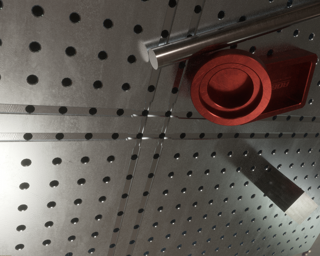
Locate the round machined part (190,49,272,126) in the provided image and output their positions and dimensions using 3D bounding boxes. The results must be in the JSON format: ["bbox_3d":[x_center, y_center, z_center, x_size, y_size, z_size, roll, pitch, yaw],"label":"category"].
[{"bbox_3d":[0.090,-0.055,0.398,0.098,0.042,0.097,5,123,9],"label":"round machined part"}]

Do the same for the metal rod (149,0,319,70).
[{"bbox_3d":[0.127,-0.131,0.401,0.302,0.025,0.025,-21,127,-16],"label":"metal rod"}]

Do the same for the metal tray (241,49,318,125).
[{"bbox_3d":[0.167,-0.062,0.462,0.131,0.030,0.089,-15,125,-21],"label":"metal tray"}]

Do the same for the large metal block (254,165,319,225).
[{"bbox_3d":[0.240,0.127,0.589,0.050,0.080,0.080,-48,129,5],"label":"large metal block"}]
